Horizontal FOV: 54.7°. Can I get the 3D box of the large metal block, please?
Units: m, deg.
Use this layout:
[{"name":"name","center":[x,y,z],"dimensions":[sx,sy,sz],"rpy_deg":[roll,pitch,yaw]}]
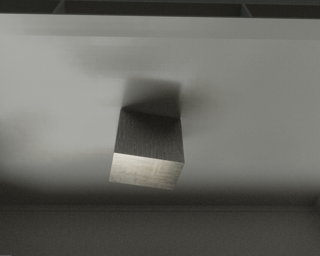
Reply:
[{"name":"large metal block","center":[-0.017,0.026,0.392],"dimensions":[0.081,0.080,0.050],"rpy_deg":[9,129,-8]}]
